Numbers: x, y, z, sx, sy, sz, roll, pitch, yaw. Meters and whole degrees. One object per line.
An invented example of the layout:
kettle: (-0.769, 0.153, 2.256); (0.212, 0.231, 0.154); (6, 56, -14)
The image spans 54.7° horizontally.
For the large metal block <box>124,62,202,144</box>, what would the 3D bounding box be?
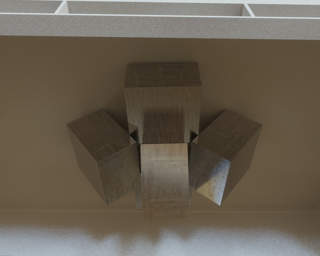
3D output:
large metal block: (0.004, -0.028, 0.363); (0.080, 0.050, 0.079); (-1, 130, 1)

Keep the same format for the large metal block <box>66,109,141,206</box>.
large metal block: (-0.070, 0.036, 0.391); (0.050, 0.080, 0.079); (-27, 137, -26)

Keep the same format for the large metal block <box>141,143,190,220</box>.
large metal block: (0.005, 0.059, 0.369); (0.050, 0.080, 0.080); (-1, 86, -1)

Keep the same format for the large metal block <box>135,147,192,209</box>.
large metal block: (0.005, 0.075, 0.455); (0.081, 0.050, 0.079); (0, 130, -1)

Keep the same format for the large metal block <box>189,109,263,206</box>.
large metal block: (0.081, 0.036, 0.393); (0.050, 0.080, 0.079); (28, 137, 28)
